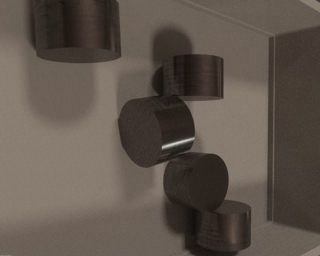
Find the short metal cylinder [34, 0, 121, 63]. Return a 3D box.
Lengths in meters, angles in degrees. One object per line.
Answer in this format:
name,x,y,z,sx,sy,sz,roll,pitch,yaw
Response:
short metal cylinder,-0.080,-0.096,0.305,0.081,0.080,0.050,-4,93,-40

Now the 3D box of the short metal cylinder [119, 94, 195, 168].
short metal cylinder,-0.005,0.002,0.368,0.050,0.080,0.079,-14,99,-40

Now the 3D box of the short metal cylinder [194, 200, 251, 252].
short metal cylinder,0.091,0.138,0.450,0.081,0.080,0.050,0,91,-40

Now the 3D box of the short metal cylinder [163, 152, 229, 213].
short metal cylinder,0.051,0.074,0.436,0.081,0.050,0.079,0,90,-40

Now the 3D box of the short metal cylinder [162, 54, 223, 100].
short metal cylinder,0.043,-0.064,0.409,0.081,0.080,0.050,0,91,-40
